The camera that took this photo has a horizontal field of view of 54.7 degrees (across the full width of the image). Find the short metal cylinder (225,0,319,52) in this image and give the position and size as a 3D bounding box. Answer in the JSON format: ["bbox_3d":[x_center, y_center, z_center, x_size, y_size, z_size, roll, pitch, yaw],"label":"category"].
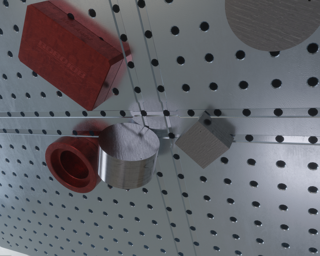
[{"bbox_3d":[0.103,-0.113,0.271,0.080,0.050,0.079,13,124,21],"label":"short metal cylinder"}]

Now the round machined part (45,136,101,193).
[{"bbox_3d":[-0.133,0.055,0.504,0.098,0.042,0.097,13,124,21],"label":"round machined part"}]

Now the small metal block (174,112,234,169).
[{"bbox_3d":[0.056,0.016,0.392,0.050,0.025,0.050,42,129,-1],"label":"small metal block"}]

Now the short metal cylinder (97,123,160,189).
[{"bbox_3d":[-0.044,0.036,0.421,0.080,0.080,0.050,21,126,15],"label":"short metal cylinder"}]

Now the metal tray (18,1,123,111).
[{"bbox_3d":[-0.123,-0.094,0.414,0.130,0.030,0.089,36,129,4],"label":"metal tray"}]
